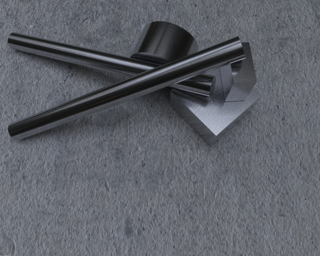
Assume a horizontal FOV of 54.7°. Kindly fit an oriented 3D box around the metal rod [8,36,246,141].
[{"bbox_3d":[-0.051,-0.041,0.367,0.301,0.025,0.025,-18,70,15],"label":"metal rod"}]

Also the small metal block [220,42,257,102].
[{"bbox_3d":[0.090,-0.065,0.365,0.025,0.050,0.050,-4,70,-1],"label":"small metal block"}]

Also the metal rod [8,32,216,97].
[{"bbox_3d":[-0.076,-0.089,0.410,0.301,0.025,0.025,16,70,17],"label":"metal rod"}]

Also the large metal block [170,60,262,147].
[{"bbox_3d":[0.070,-0.035,0.408,0.080,0.050,0.080,-40,75,-12],"label":"large metal block"}]

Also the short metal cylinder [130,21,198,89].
[{"bbox_3d":[0.005,-0.096,0.417,0.080,0.080,0.050,20,71,6],"label":"short metal cylinder"}]
